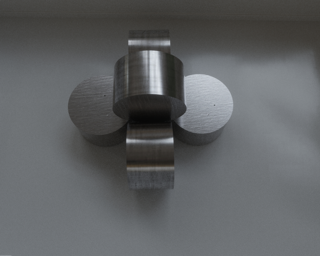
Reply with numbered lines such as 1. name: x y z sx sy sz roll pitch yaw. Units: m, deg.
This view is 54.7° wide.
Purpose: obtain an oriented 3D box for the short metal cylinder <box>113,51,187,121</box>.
1. short metal cylinder: -0.012 -0.043 0.347 0.081 0.080 0.050 -1 70 -1

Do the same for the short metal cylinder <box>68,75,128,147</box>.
1. short metal cylinder: -0.072 -0.021 0.401 0.081 0.050 0.080 0 70 0

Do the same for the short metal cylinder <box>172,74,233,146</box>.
1. short metal cylinder: 0.049 -0.022 0.402 0.081 0.050 0.080 0 70 0

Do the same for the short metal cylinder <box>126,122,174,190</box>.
1. short metal cylinder: -0.011 0.033 0.366 0.050 0.080 0.080 -2 70 -1

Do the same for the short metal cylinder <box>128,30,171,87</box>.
1. short metal cylinder: -0.013 -0.088 0.410 0.050 0.080 0.080 -2 70 -1
